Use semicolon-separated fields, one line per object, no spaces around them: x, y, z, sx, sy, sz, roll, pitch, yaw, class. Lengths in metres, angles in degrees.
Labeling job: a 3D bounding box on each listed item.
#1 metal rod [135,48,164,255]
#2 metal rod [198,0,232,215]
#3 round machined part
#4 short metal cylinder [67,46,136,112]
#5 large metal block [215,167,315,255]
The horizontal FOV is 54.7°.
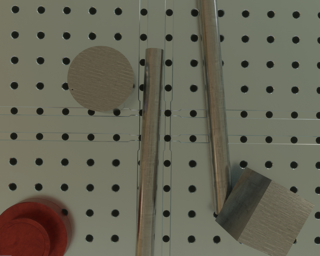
-0.014;0.045;0.413;0.025;0.025;0.298;3;90;-1;metal rod
0.074;-0.035;0.414;0.025;0.025;0.298;-5;90;-1;metal rod
-0.171;0.145;0.403;0.099;0.042;0.097;0;90;-1;round machined part
-0.072;-0.060;0.400;0.081;0.050;0.079;0;90;-1;short metal cylinder
0.131;0.107;0.389;0.080;0.050;0.080;30;90;-23;large metal block
